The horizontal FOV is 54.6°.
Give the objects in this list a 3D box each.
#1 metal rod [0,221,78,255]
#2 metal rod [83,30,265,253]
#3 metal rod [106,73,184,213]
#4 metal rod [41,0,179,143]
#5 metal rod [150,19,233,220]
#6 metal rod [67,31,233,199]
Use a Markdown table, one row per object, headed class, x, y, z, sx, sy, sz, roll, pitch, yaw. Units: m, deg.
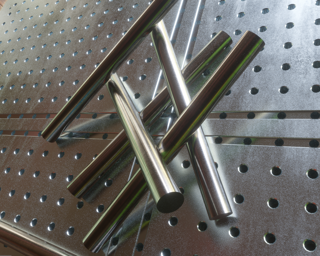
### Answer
| class | x | y | z | sx | sy | sz | roll | pitch | yaw |
| --- | --- | --- | --- | --- | --- | --- | --- | --- | --- |
| metal rod | -0.164 | 0.154 | 0.400 | 0.300 | 0.025 | 0.025 | 8 | 66 | 31 |
| metal rod | 0.010 | 0.022 | 0.348 | 0.299 | 0.025 | 0.025 | -52 | 51 | 8 |
| metal rod | -0.037 | -0.012 | 0.388 | 0.025 | 0.025 | 0.300 | -37 | 36 | 4 |
| metal rod | -0.077 | -0.087 | 0.453 | 0.299 | 0.025 | 0.025 | -45 | 49 | 17 |
| metal rod | 0.027 | -0.036 | 0.390 | 0.025 | 0.025 | 0.299 | -24 | 61 | 14 |
| metal rod | -0.011 | -0.021 | 0.427 | 0.300 | 0.025 | 0.025 | -46 | 51 | -4 |
